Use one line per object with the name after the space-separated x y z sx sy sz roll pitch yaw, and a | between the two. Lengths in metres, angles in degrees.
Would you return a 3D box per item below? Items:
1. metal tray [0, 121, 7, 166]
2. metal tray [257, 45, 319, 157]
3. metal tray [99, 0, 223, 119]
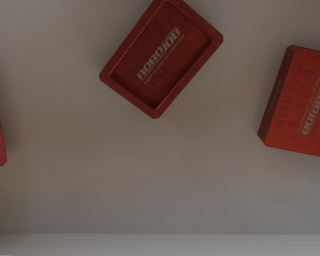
-0.247 -0.005 0.374 0.091 0.030 0.129 -17 117 -40 | metal tray
0.191 -0.033 0.399 0.091 0.030 0.129 11 110 -5 | metal tray
0.000 -0.087 0.376 0.090 0.030 0.130 37 106 -13 | metal tray
